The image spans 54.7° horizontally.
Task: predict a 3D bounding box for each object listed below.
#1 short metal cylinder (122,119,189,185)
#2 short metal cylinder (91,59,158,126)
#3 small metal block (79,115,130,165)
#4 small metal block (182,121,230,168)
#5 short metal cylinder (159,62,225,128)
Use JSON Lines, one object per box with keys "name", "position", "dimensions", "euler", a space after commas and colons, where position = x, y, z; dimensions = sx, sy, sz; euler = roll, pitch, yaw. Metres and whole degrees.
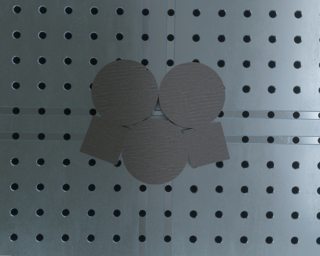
{"name": "short metal cylinder", "position": [-0.006, 0.028, 0.397], "dimensions": [0.081, 0.050, 0.079], "euler": [0, 90, 0]}
{"name": "short metal cylinder", "position": [-0.042, -0.043, 0.397], "dimensions": [0.081, 0.050, 0.079], "euler": [0, 90, 0]}
{"name": "small metal block", "position": [-0.071, 0.016, 0.409], "dimensions": [0.050, 0.025, 0.050], "euler": [21, 90, 0]}
{"name": "small metal block", "position": [0.060, 0.022, 0.411], "dimensions": [0.050, 0.025, 0.050], "euler": [-14, 90, 0]}
{"name": "short metal cylinder", "position": [0.039, -0.040, 0.398], "dimensions": [0.081, 0.050, 0.079], "euler": [0, 90, 0]}
